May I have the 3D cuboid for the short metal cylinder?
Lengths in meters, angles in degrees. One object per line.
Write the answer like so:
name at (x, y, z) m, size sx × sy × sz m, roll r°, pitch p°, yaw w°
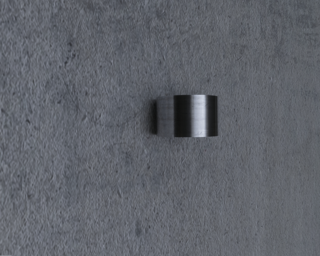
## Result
short metal cylinder at (0.036, -0.015, 0.403) m, size 0.081 × 0.080 × 0.050 m, roll -1°, pitch 91°, yaw -40°
